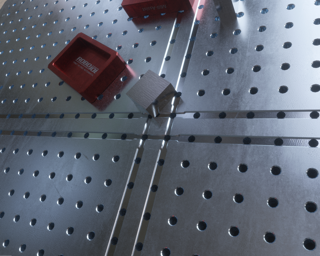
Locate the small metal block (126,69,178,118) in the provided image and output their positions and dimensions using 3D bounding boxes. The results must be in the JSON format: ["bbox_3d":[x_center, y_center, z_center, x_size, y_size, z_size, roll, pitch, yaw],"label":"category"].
[{"bbox_3d":[-0.012,-0.050,0.445,0.050,0.025,0.050,-47,51,-5],"label":"small metal block"}]

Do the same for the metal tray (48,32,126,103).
[{"bbox_3d":[-0.130,-0.109,0.540,0.090,0.030,0.130,-49,52,-7],"label":"metal tray"}]

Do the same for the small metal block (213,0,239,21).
[{"bbox_3d":[0.099,-0.199,0.462,0.025,0.050,0.050,-1,61,28],"label":"small metal block"}]

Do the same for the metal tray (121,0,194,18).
[{"bbox_3d":[0.003,-0.248,0.556,0.130,0.030,0.090,4,63,30],"label":"metal tray"}]
